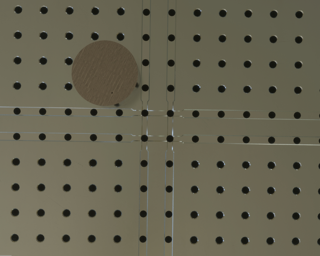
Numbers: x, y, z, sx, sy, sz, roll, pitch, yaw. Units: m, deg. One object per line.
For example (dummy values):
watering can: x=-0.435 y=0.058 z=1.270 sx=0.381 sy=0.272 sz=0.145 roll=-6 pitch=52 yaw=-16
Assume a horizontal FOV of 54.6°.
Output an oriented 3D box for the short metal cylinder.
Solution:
short metal cylinder: x=-0.067 y=-0.067 z=0.400 sx=0.080 sy=0.050 sz=0.080 roll=0 pitch=90 yaw=0
